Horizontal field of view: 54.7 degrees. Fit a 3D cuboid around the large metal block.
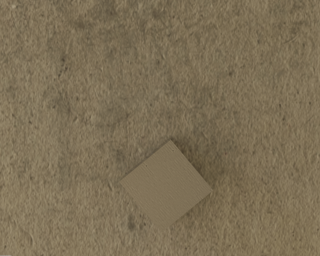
[{"bbox_3d":[0.007,0.070,0.398,0.080,0.050,0.080,-40,91,0],"label":"large metal block"}]
